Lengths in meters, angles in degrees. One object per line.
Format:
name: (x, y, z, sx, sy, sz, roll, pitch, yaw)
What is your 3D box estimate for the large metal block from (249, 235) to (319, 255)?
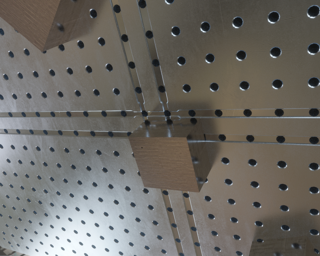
large metal block: (0.177, 0.200, 0.425, 0.080, 0.050, 0.080, -24, 106, 36)

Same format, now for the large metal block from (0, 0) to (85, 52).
large metal block: (-0.146, -0.155, 0.377, 0.080, 0.050, 0.080, 40, 129, 0)

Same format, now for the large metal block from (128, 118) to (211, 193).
large metal block: (0.015, 0.034, 0.409, 0.080, 0.050, 0.080, -1, 118, 28)
